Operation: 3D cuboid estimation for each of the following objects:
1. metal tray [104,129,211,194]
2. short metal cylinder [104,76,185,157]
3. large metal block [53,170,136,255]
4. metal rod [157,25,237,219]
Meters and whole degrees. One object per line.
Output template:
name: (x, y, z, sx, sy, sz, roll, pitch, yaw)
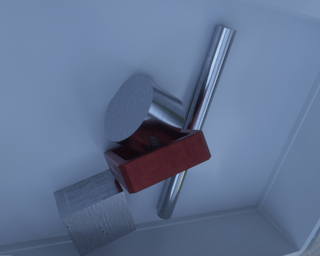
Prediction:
metal tray: (-0.011, 0.031, 0.357, 0.091, 0.130, 0.030, -22, 97, -15)
short metal cylinder: (-0.019, -0.013, 0.356, 0.050, 0.080, 0.080, 29, 102, -38)
large metal block: (-0.086, 0.113, 0.417, 0.081, 0.050, 0.080, -22, 127, -16)
metal rod: (0.045, 0.008, 0.439, 0.025, 0.025, 0.298, 2, 118, -30)
